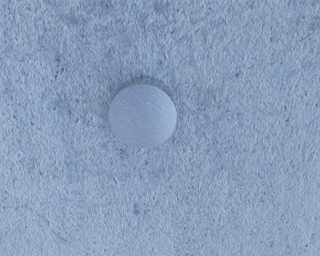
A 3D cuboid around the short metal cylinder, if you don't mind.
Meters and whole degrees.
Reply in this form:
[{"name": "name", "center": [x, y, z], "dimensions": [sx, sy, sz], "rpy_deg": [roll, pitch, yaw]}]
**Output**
[{"name": "short metal cylinder", "center": [-0.020, -0.021, 0.389], "dimensions": [0.080, 0.050, 0.079], "rpy_deg": [0, 110, 0]}]
